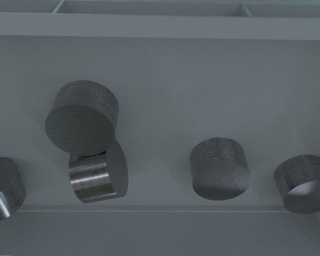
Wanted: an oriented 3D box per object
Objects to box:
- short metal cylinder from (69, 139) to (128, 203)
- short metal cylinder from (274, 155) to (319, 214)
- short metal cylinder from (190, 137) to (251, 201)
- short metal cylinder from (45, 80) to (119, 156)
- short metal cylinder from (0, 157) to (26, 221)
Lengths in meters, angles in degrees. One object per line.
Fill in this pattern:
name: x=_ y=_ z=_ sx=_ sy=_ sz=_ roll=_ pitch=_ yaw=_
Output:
short metal cylinder: x=-0.081 y=0.058 z=0.422 sx=0.050 sy=0.080 sz=0.080 roll=-13 pitch=129 yaw=10
short metal cylinder: x=0.221 y=0.086 z=0.470 sx=0.081 sy=0.050 sz=0.079 roll=0 pitch=130 yaw=0
short metal cylinder: x=0.085 y=0.060 z=0.445 sx=0.081 sy=0.050 sz=0.079 roll=0 pitch=130 yaw=0
short metal cylinder: x=-0.094 y=-0.012 z=0.382 sx=0.081 sy=0.050 sz=0.079 roll=0 pitch=130 yaw=0
short metal cylinder: x=-0.242 y=0.088 z=0.444 sx=0.081 sy=0.080 sz=0.050 roll=-1 pitch=130 yaw=0
